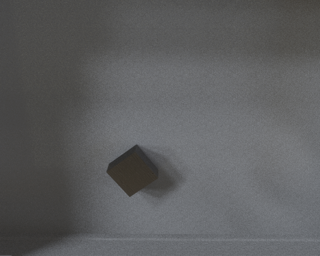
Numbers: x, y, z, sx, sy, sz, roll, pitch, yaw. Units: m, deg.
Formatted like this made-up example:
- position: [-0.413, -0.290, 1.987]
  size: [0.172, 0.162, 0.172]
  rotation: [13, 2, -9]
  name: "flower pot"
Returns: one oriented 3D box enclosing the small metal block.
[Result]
- position: [-0.038, 0.060, 0.433]
  size: [0.050, 0.025, 0.050]
  rotation: [-36, 107, 12]
  name: "small metal block"
